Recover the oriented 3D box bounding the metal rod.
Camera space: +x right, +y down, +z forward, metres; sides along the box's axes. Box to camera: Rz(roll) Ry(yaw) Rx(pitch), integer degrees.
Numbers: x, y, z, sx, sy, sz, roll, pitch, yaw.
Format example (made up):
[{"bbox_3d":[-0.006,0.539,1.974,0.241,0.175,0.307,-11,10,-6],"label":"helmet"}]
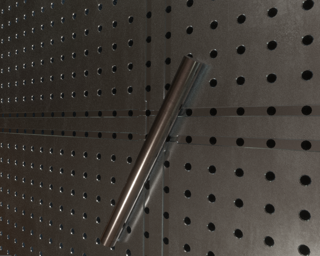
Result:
[{"bbox_3d":[-0.019,0.045,0.423,0.025,0.025,0.298,38,113,33],"label":"metal rod"}]
